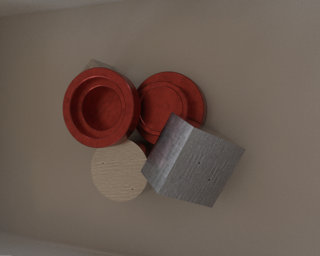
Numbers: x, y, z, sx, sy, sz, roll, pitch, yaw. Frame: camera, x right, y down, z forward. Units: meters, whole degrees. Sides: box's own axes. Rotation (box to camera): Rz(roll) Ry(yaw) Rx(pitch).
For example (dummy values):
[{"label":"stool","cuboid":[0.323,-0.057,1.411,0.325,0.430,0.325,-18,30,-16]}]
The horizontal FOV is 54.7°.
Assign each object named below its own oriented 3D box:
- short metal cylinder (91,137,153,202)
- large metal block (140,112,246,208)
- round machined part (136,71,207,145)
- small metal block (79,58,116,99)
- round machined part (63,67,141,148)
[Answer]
[{"label":"short metal cylinder","cuboid":[-0.043,0.052,0.409,0.080,0.050,0.079,0,90,19]},{"label":"large metal block","cuboid":[0.037,0.038,0.359,0.080,0.080,0.050,-63,32,9]},{"label":"round machined part","cuboid":[0.008,-0.024,0.394,0.098,0.042,0.097,0,90,19]},{"label":"small metal block","cuboid":[-0.087,-0.063,0.424,0.025,0.050,0.050,46,104,14]},{"label":"round machined part","cuboid":[-0.069,-0.025,0.392,0.098,0.042,0.097,0,90,19]}]
